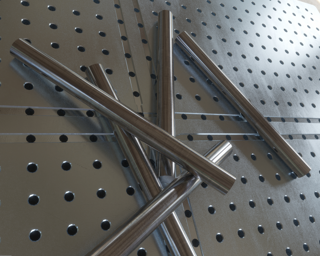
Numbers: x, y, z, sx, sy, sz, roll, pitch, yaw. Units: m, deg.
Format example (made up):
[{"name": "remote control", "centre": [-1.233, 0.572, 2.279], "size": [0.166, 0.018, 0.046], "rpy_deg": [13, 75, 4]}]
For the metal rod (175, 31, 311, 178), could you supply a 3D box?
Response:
[{"name": "metal rod", "centre": [0.132, -0.042, 0.506], "size": [0.300, 0.025, 0.025], "rpy_deg": [49, 51, 6]}]

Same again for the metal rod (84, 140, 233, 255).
[{"name": "metal rod", "centre": [0.007, 0.078, 0.329], "size": [0.025, 0.025, 0.302], "rpy_deg": [51, 40, 7]}]

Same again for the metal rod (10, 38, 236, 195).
[{"name": "metal rod", "centre": [-0.047, -0.016, 0.362], "size": [0.301, 0.025, 0.025], "rpy_deg": [33, 51, 5]}]

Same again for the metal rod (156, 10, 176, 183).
[{"name": "metal rod", "centre": [0.008, -0.065, 0.453], "size": [0.025, 0.025, 0.299], "rpy_deg": [14, 56, -21]}]

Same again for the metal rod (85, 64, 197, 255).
[{"name": "metal rod", "centre": [-0.020, 0.050, 0.367], "size": [0.025, 0.025, 0.299], "rpy_deg": [-16, 70, -35]}]
